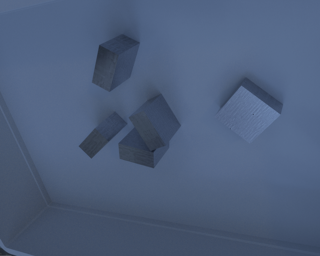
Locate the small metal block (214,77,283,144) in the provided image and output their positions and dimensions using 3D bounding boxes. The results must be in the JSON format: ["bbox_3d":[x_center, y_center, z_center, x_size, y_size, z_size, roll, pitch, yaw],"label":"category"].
[{"bbox_3d":[0.098,-0.019,0.345,0.050,0.025,0.050,37,129,2],"label":"small metal block"}]

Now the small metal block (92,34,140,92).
[{"bbox_3d":[-0.052,-0.078,0.370,0.025,0.050,0.050,29,128,9],"label":"small metal block"}]

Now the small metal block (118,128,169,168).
[{"bbox_3d":[-0.020,0.024,0.417,0.050,0.050,0.025,13,124,20],"label":"small metal block"}]

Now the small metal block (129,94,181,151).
[{"bbox_3d":[-0.005,-0.008,0.389,0.025,0.050,0.050,-22,107,36],"label":"small metal block"}]

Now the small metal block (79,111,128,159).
[{"bbox_3d":[-0.080,0.010,0.439,0.025,0.050,0.050,46,129,-4],"label":"small metal block"}]
